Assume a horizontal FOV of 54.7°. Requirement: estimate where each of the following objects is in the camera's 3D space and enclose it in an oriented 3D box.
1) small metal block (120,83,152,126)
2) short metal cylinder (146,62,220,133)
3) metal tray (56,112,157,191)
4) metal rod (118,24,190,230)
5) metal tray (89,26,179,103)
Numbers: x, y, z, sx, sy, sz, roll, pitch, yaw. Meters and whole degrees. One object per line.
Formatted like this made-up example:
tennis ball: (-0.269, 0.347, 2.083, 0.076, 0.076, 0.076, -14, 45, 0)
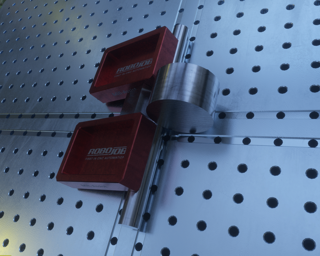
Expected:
small metal block: (-0.031, -0.026, 0.422, 0.050, 0.025, 0.050, -23, 45, 54)
short metal cylinder: (0.028, -0.034, 0.375, 0.080, 0.080, 0.050, 0, 62, 28)
metal tray: (-0.072, 0.032, 0.401, 0.130, 0.030, 0.090, -7, 58, 39)
metal rod: (-0.001, -0.019, 0.415, 0.025, 0.025, 0.300, 0, 62, 28)
metal tray: (-0.041, -0.091, 0.460, 0.130, 0.030, 0.090, -7, 58, 39)
